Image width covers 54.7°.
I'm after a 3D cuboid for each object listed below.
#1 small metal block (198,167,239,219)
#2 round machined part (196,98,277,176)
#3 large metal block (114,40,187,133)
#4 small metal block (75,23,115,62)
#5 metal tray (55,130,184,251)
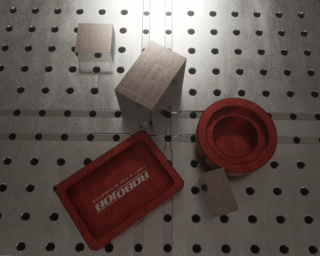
[{"bbox_3d":[0.068,0.079,0.370,0.025,0.050,0.050,-15,71,-5],"label":"small metal block"},{"bbox_3d":[0.095,0.014,0.399,0.099,0.042,0.098,0,70,-1],"label":"round machined part"},{"bbox_3d":[-0.010,-0.050,0.401,0.050,0.080,0.080,30,73,10],"label":"large metal block"},{"bbox_3d":[-0.095,-0.126,0.457,0.050,0.025,0.050,1,70,0],"label":"small metal block"},{"bbox_3d":[-0.048,0.074,0.381,0.131,0.030,0.090,-34,74,-12],"label":"metal tray"}]
